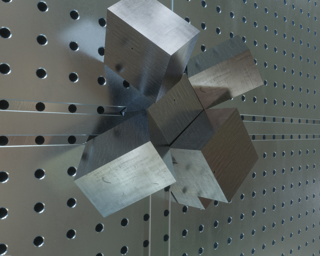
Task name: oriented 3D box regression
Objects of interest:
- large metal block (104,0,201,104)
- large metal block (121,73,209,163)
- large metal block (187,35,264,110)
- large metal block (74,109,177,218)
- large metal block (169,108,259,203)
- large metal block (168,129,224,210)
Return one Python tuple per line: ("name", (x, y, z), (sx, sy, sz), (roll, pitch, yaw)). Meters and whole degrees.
("large metal block", (-0.013, -0.087, 0.341), (0.080, 0.080, 0.050), (39, 59, 10))
("large metal block", (0.011, -0.013, 0.401), (0.080, 0.050, 0.080), (-46, 117, -30))
("large metal block", (0.085, -0.078, 0.422), (0.050, 0.080, 0.080), (59, 17, -23))
("large metal block", (-0.034, 0.033, 0.324), (0.080, 0.080, 0.050), (-28, 113, 8))
("large metal block", (0.069, 0.031, 0.383), (0.080, 0.050, 0.080), (-45, 118, -32))
("large metal block", (0.049, 0.052, 0.432), (0.080, 0.050, 0.080), (-45, 116, -32))
